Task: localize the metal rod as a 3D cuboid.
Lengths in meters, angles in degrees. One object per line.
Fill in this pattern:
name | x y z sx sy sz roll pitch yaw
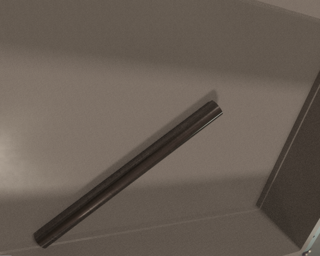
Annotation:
metal rod | -0.040 0.061 0.425 0.301 0.025 0.025 -37 130 -4
